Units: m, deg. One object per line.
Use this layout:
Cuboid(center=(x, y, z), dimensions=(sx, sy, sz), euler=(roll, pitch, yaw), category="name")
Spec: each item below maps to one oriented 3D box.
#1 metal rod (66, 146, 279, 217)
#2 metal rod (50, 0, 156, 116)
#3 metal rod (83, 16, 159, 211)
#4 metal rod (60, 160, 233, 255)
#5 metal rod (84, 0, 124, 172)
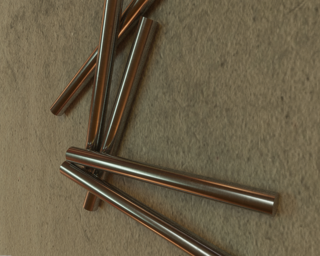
Cuboid(center=(-0.009, 0.058, 0.390), dimensions=(0.300, 0.025, 0.025), euler=(8, 95, 33), category="metal rod")
Cuboid(center=(-0.089, -0.115, 0.475), dimensions=(0.299, 0.025, 0.025), euler=(-41, 65, 32), category="metal rod")
Cuboid(center=(-0.062, -0.010, 0.453), dimensions=(0.025, 0.025, 0.298), euler=(31, 109, 35), category="metal rod")
Cuboid(center=(-0.026, 0.110, 0.404), dimensions=(0.300, 0.025, 0.025), euler=(22, 104, 31), category="metal rod")
Cuboid(center=(-0.083, -0.070, 0.448), dimensions=(0.025, 0.025, 0.298), euler=(26, 113, 36), category="metal rod")
